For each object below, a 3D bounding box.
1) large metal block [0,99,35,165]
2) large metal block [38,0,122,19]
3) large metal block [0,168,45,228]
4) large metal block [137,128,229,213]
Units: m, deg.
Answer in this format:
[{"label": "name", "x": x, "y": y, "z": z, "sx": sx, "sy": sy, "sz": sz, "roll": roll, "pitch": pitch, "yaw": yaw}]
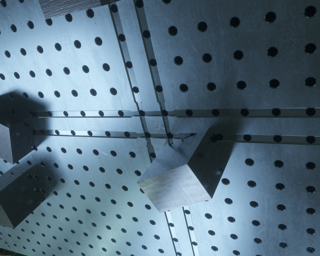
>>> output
[{"label": "large metal block", "x": -0.270, "y": 0.004, "z": 0.537, "sx": 0.080, "sy": 0.050, "sz": 0.079, "roll": 23, "pitch": 127, "yaw": 13}, {"label": "large metal block", "x": -0.094, "y": -0.171, "z": 0.337, "sx": 0.080, "sy": 0.050, "sz": 0.080, "roll": 0, "pitch": 118, "yaw": 28}, {"label": "large metal block", "x": -0.288, "y": 0.135, "z": 0.608, "sx": 0.050, "sy": 0.080, "sz": 0.080, "roll": -1, "pitch": 118, "yaw": 28}, {"label": "large metal block", "x": 0.031, "y": 0.053, "z": 0.391, "sx": 0.080, "sy": 0.080, "sz": 0.050, "roll": -26, "pitch": 104, "yaw": 37}]
